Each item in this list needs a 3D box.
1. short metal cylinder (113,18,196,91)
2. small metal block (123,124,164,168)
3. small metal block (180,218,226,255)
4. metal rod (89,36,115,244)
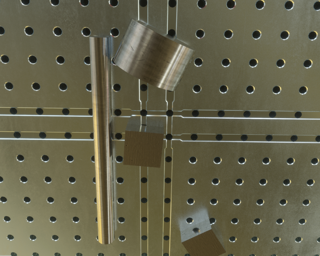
[{"bbox_3d":[-0.006,-0.084,0.353,0.080,0.080,0.050,24,108,-9],"label":"short metal cylinder"},{"bbox_3d":[-0.022,0.024,0.422,0.050,0.025,0.050,5,110,-2],"label":"small metal block"},{"bbox_3d":[0.067,0.176,0.479,0.050,0.025,0.050,-28,108,10],"label":"small metal block"},{"bbox_3d":[-0.077,0.030,0.423,0.025,0.025,0.298,2,110,-1],"label":"metal rod"}]
